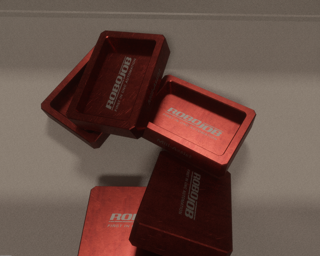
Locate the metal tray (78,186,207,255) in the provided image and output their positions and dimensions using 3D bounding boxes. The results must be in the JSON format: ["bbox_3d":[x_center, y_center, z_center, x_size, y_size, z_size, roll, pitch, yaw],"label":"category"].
[{"bbox_3d":[-0.017,0.111,0.347,0.131,0.030,0.090,1,44,0],"label":"metal tray"}]

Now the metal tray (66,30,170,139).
[{"bbox_3d":[-0.049,-0.057,0.382,0.090,0.030,0.130,10,69,19],"label":"metal tray"}]

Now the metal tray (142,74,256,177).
[{"bbox_3d":[0.041,-0.008,0.389,0.130,0.030,0.090,26,60,19],"label":"metal tray"}]

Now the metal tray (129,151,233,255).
[{"bbox_3d":[0.029,0.080,0.333,0.090,0.030,0.130,18,28,3],"label":"metal tray"}]

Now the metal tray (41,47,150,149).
[{"bbox_3d":[-0.083,-0.048,0.423,0.090,0.030,0.130,34,73,11],"label":"metal tray"}]
